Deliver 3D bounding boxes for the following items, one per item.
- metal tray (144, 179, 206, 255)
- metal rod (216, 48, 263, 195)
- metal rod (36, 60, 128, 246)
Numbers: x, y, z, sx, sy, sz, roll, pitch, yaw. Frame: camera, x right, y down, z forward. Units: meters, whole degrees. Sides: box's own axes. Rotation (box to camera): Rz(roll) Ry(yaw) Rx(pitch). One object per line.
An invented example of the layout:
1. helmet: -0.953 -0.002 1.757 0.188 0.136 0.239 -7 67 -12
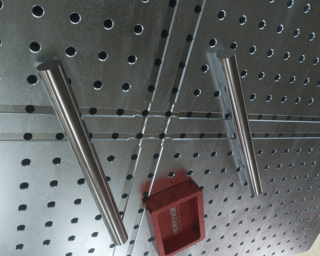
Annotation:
1. metal tray: 0.028 0.156 0.522 0.091 0.030 0.129 -21 127 -17
2. metal rod: 0.133 0.011 0.493 0.025 0.025 0.299 -31 129 -9
3. metal rod: -0.087 0.055 0.398 0.025 0.025 0.298 -23 127 -15
